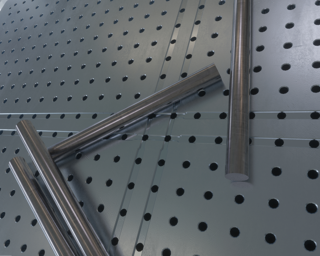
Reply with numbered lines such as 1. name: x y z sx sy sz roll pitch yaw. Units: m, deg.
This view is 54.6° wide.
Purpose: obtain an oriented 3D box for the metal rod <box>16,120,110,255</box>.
1. metal rod: -0.124 0.089 0.399 0.025 0.025 0.300 -43 57 -1

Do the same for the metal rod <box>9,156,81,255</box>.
1. metal rod: -0.138 0.130 0.402 0.025 0.025 0.300 -47 51 -4

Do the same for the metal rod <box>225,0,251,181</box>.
1. metal rod: 0.104 -0.078 0.402 0.025 0.025 0.300 -5 59 26

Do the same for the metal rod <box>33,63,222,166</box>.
1. metal rod: -0.055 -0.012 0.445 0.300 0.025 0.025 -26 53 12
